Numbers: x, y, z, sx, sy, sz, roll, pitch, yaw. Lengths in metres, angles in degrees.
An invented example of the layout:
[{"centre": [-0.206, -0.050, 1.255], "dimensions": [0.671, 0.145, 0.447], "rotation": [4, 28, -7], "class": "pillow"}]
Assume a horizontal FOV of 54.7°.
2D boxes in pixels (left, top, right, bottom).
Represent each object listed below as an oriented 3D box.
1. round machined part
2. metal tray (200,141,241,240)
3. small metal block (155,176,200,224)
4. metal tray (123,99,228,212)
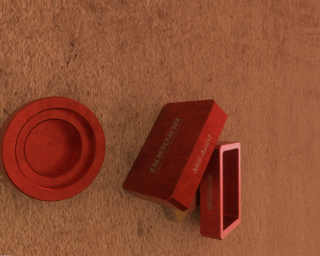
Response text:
[{"centre": [-0.107, 0.019, 0.304], "dimensions": [0.099, 0.042, 0.097], "rotation": [0, 90, -40], "class": "round machined part"}, {"centre": [0.092, 0.087, 0.460], "dimensions": [0.091, 0.030, 0.129], "rotation": [-2, 91, -58], "class": "metal tray"}, {"centre": [0.027, 0.093, 0.427], "dimensions": [0.050, 0.025, 0.050], "rotation": [-34, 111, -35], "class": "small metal block"}, {"centre": [0.018, 0.028, 0.377], "dimensions": [0.030, 0.090, 0.130], "rotation": [41, 65, -33], "class": "metal tray"}]
